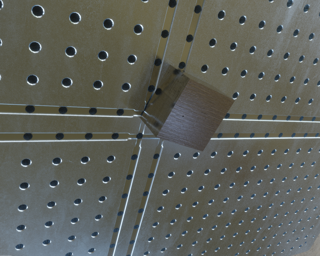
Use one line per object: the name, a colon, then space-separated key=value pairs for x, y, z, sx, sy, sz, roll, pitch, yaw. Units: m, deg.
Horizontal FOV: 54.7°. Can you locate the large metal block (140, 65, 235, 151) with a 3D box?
large metal block: x=0.035 y=-0.024 z=0.401 sx=0.081 sy=0.050 sz=0.080 roll=19 pitch=109 yaw=-36
